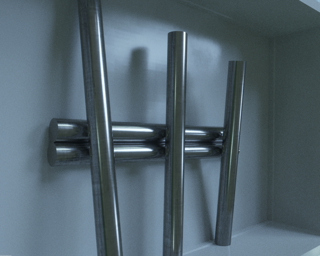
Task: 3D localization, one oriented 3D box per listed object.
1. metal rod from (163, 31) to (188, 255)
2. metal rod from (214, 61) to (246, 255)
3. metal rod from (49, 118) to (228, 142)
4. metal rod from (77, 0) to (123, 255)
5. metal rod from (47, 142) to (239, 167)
[{"bbox_3d":[0.019,0.030,0.391,0.025,0.025,0.298,2,89,-40],"label":"metal rod"},{"bbox_3d":[0.104,0.052,0.466,0.025,0.025,0.298,-5,102,-40],"label":"metal rod"},{"bbox_3d":[0.007,0.007,0.413,0.302,0.025,0.025,2,89,-40],"label":"metal rod"},{"bbox_3d":[-0.064,-0.013,0.322,0.025,0.025,0.298,-1,83,-40],"label":"metal rod"},{"bbox_3d":[0.006,0.031,0.412,0.302,0.025,0.025,2,89,-40],"label":"metal rod"}]
